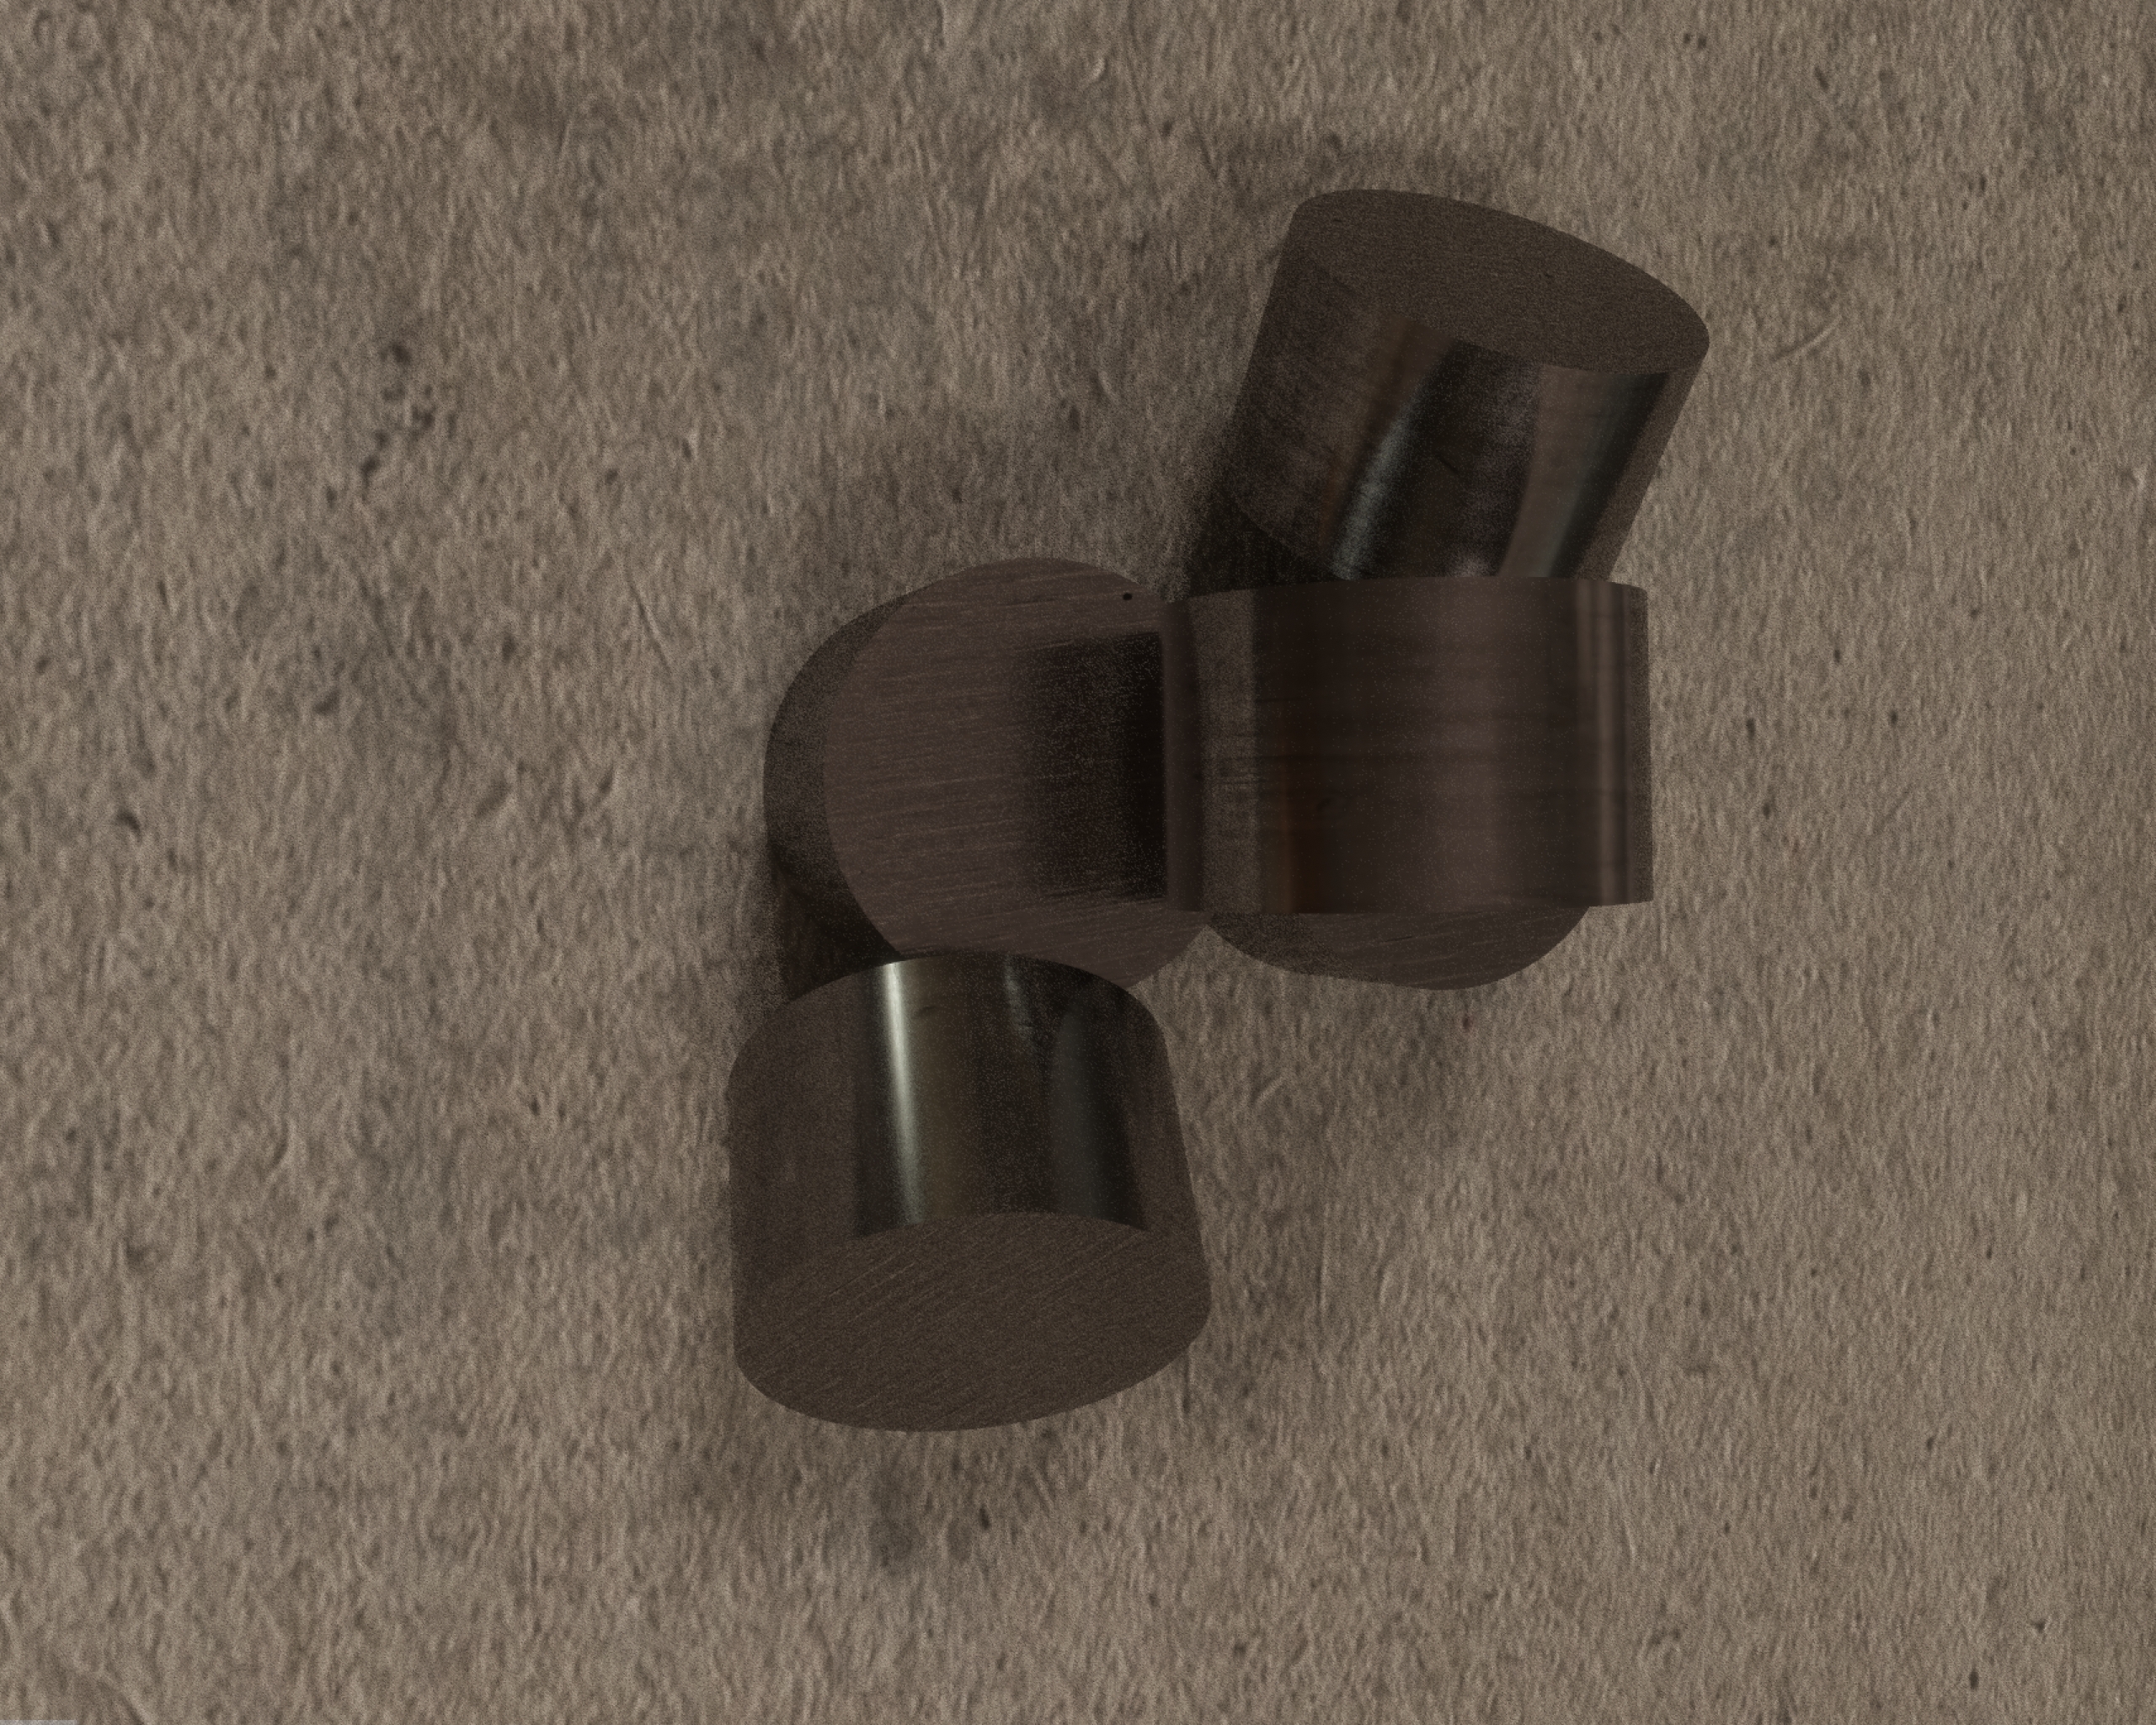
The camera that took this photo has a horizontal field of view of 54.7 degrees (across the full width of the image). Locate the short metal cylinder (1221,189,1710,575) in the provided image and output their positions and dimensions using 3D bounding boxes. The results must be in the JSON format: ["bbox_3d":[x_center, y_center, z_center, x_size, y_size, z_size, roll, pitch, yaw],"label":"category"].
[{"bbox_3d":[0.073,-0.090,0.402,0.081,0.080,0.050,1,128,-20],"label":"short metal cylinder"}]

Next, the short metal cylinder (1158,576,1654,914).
[{"bbox_3d":[0.054,-0.018,0.349,0.081,0.080,0.050,-2,91,-20],"label":"short metal cylinder"}]

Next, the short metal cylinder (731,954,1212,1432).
[{"bbox_3d":[-0.020,0.060,0.367,0.081,0.079,0.050,8,49,-20],"label":"short metal cylinder"}]

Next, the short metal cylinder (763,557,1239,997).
[{"bbox_3d":[-0.014,-0.014,0.392,0.081,0.050,0.079,0,90,-21],"label":"short metal cylinder"}]

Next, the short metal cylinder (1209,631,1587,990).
[{"bbox_3d":[0.062,-0.016,0.420,0.081,0.050,0.079,0,90,-21],"label":"short metal cylinder"}]
